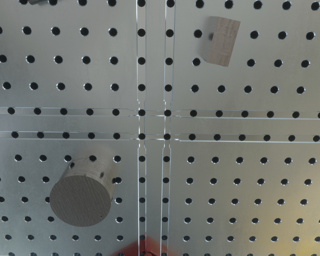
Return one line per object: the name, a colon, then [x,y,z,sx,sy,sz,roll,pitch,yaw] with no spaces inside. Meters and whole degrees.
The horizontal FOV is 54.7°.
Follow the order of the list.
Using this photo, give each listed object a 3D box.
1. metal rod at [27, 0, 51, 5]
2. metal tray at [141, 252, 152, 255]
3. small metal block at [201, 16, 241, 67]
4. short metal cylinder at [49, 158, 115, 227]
metal rod: [-0.005,-0.190,0.343,0.301,0.025,0.025,-14,110,4]
metal tray: [-0.024,0.277,0.486,0.090,0.030,0.130,-32,84,10]
small metal block: [0.069,-0.103,0.363,0.025,0.050,0.050,11,110,-4]
short metal cylinder: [-0.105,0.089,0.431,0.081,0.050,0.079,0,110,-1]
